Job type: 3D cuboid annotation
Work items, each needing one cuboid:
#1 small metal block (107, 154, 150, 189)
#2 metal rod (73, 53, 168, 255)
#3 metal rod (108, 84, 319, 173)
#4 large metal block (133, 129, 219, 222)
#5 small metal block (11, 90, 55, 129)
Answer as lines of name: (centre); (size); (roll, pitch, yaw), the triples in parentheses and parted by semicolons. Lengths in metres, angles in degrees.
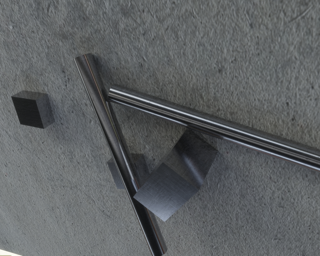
small metal block: (-0.046, 0.066, 0.470); (0.050, 0.025, 0.050); (-2, 118, 28)
metal rod: (-0.051, 0.045, 0.429); (0.025, 0.025, 0.298); (-13, 103, 33)
metal rod: (0.075, 0.002, 0.367); (0.301, 0.025, 0.025); (19, 126, 16)
large metal block: (0.021, 0.059, 0.395); (0.050, 0.080, 0.080); (38, 129, 2)
small metal block: (-0.201, -0.030, 0.492); (0.050, 0.025, 0.050); (9, 123, 23)
